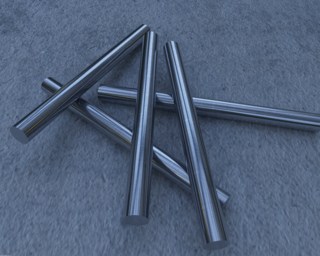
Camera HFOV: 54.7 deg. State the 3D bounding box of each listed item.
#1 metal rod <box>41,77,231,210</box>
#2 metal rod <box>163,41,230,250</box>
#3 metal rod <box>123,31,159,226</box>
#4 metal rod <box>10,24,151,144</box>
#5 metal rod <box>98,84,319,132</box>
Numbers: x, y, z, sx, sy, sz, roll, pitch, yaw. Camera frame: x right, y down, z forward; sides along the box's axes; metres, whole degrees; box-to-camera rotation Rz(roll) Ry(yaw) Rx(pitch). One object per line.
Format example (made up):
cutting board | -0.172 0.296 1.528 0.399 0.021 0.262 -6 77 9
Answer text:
metal rod | -0.046 0.010 0.394 0.300 0.025 0.025 32 57 23
metal rod | 0.034 -0.008 0.376 0.025 0.025 0.300 -5 50 -4
metal rod | -0.019 -0.027 0.391 0.025 0.025 0.300 2 50 1
metal rod | -0.092 -0.082 0.445 0.025 0.025 0.301 20 45 16
metal rod | 0.063 -0.029 0.428 0.302 0.025 0.025 9 51 6
